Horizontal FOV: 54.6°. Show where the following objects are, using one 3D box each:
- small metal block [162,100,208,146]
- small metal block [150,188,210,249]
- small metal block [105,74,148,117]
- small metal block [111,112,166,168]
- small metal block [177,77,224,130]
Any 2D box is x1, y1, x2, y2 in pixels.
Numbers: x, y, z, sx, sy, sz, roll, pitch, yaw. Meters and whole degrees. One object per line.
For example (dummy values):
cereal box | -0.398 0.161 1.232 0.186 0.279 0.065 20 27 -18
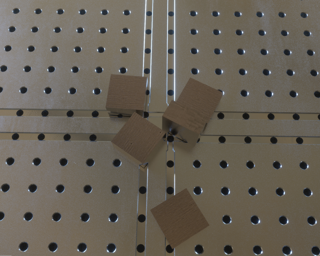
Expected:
small metal block | 0.031 -0.005 0.401 0.050 0.050 0.025 27 73 9
small metal block | 0.023 0.108 0.372 0.050 0.025 0.050 -29 73 -10
small metal block | -0.045 -0.044 0.428 0.050 0.025 0.050 5 70 2
small metal block | -0.027 0.016 0.406 0.050 0.025 0.050 33 73 11
small metal block | 0.052 -0.033 0.424 0.050 0.025 0.050 27 72 9
